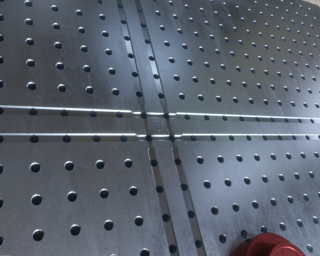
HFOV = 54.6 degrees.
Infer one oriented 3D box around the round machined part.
[{"bbox_3d":[0.142,0.174,0.367,0.099,0.042,0.098,13,56,-21],"label":"round machined part"}]
